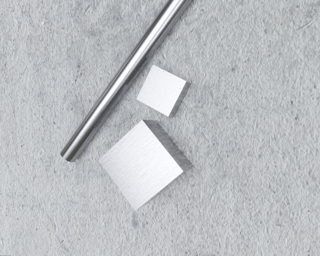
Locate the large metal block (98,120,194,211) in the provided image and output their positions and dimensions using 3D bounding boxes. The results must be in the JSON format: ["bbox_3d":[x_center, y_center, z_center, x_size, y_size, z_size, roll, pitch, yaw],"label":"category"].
[{"bbox_3d":[-0.017,0.046,0.402,0.080,0.050,0.080,-42,77,15],"label":"large metal block"}]

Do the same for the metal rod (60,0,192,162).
[{"bbox_3d":[-0.046,-0.073,0.425,0.025,0.025,0.299,41,103,15],"label":"metal rod"}]

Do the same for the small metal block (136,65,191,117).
[{"bbox_3d":[0.005,-0.048,0.407,0.050,0.025,0.050,30,100,17],"label":"small metal block"}]
